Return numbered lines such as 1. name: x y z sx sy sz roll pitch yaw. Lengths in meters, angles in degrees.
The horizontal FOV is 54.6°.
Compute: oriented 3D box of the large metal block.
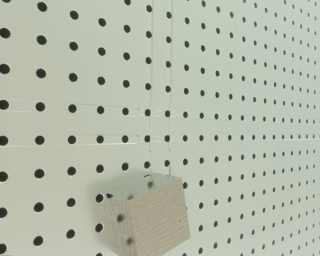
1. large metal block: -0.013 0.108 0.381 0.081 0.050 0.080 -15 100 -39
